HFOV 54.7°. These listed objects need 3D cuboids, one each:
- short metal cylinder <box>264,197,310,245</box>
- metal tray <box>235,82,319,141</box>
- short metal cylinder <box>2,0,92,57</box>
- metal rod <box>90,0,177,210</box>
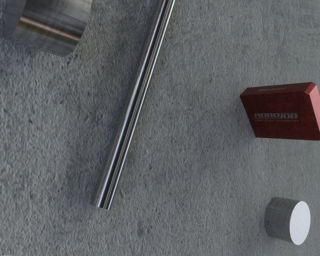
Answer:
[{"bbox_3d":[0.245,0.176,0.594,0.081,0.050,0.080,0,90,-40],"label":"short metal cylinder"},{"bbox_3d":[0.200,-0.026,0.521,0.030,0.130,0.090,-42,116,-32],"label":"metal tray"},{"bbox_3d":[-0.104,-0.111,0.281,0.050,0.080,0.080,12,83,-40],"label":"short metal cylinder"},{"bbox_3d":[-0.026,-0.051,0.382,0.025,0.025,0.299,27,73,-37],"label":"metal rod"}]
